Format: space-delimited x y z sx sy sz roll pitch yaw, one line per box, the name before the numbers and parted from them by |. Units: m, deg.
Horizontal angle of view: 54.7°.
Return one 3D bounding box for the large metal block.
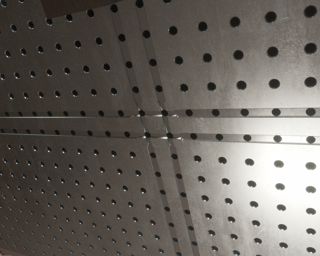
large metal block | -0.091 -0.170 0.336 0.080 0.050 0.080 0 119 28
